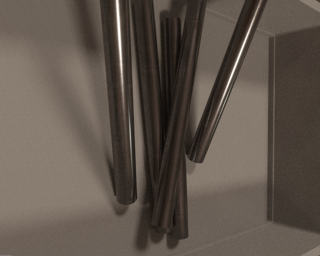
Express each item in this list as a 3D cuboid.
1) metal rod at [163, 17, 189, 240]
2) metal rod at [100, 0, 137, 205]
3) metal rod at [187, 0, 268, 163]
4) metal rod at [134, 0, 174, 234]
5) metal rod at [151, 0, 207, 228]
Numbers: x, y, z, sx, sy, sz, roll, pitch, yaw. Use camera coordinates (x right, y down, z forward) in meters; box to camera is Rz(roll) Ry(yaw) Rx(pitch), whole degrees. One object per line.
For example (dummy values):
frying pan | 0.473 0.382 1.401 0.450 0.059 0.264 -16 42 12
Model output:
metal rod | 0.022 0.002 0.427 0.025 0.025 0.298 -4 93 -40
metal rod | -0.040 -0.045 0.305 0.025 0.025 0.298 -25 128 -38
metal rod | 0.094 -0.086 0.398 0.025 0.025 0.298 -3 120 -40
metal rod | -0.008 -0.012 0.402 0.025 0.025 0.298 -9 96 -40
metal rod | 0.026 -0.027 0.396 0.025 0.025 0.299 16 80 -39
